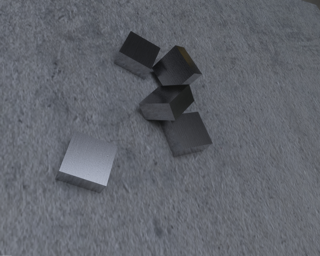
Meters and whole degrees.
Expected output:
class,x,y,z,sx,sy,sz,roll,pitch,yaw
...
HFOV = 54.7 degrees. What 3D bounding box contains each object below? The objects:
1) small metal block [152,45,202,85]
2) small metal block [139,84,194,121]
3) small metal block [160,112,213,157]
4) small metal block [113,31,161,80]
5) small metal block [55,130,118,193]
class,x,y,z,sx,sy,sz,roll,pitch,yaw
small metal block,0.024,-0.083,0.449,0.025,0.050,0.050,-10,65,-57
small metal block,0.009,-0.034,0.412,0.050,0.050,0.025,-46,126,-39
small metal block,0.036,0.008,0.420,0.050,0.025,0.050,-9,66,-32
small metal block,-0.033,-0.106,0.452,0.050,0.025,0.050,28,52,-11
small metal block,-0.080,0.037,0.339,0.050,0.025,0.050,22,53,-16
